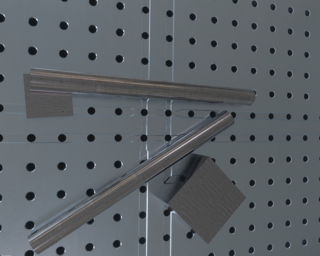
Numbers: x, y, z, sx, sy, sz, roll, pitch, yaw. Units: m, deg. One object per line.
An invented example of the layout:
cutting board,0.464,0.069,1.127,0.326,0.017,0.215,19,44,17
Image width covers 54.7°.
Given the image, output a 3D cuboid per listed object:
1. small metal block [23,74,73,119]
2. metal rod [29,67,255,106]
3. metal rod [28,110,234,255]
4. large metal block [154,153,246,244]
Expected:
small metal block,-0.131,-0.037,0.364,0.050,0.025,0.050,-5,92,-20
metal rod,-0.002,-0.049,0.396,0.303,0.025,0.025,1,90,-26
metal rod,-0.024,0.061,0.403,0.302,0.025,0.025,-32,101,-17
large metal block,0.054,0.093,0.419,0.080,0.050,0.080,-46,105,-14
